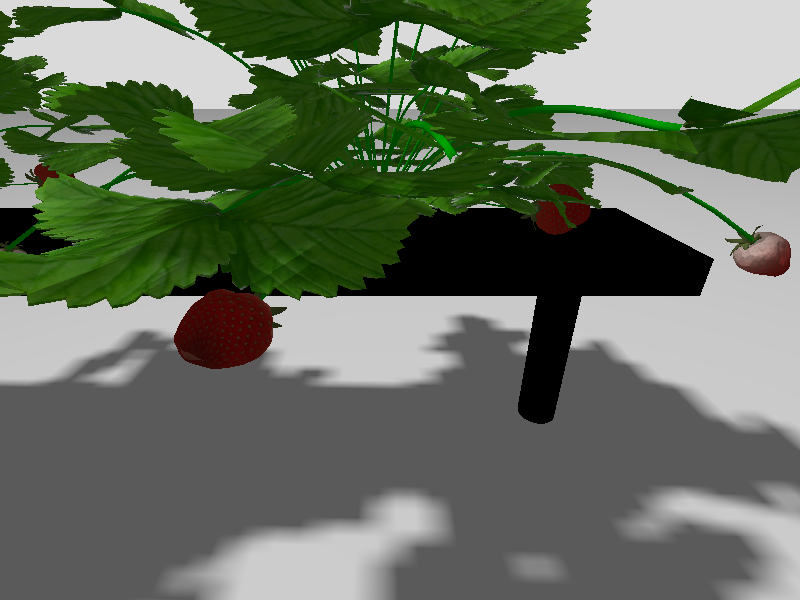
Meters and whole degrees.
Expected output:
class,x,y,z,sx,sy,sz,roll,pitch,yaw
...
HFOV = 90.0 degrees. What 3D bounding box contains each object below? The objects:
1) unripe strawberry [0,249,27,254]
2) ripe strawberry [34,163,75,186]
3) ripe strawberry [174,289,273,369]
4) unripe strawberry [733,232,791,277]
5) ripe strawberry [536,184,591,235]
class,x,y,z,sx,sy,sz,roll,pitch,yaw
unripe strawberry,-0.252,-0.023,0.259,0.019,0.020,0.018,8,20,-31
ripe strawberry,-0.393,-0.138,0.458,0.033,0.038,0.036,16,31,29
ripe strawberry,-0.073,0.014,0.165,0.038,0.034,0.035,7,28,13
unripe strawberry,0.232,-0.028,0.255,0.027,0.028,0.031,-47,0,35
ripe strawberry,0.134,-0.074,0.329,0.041,0.041,0.046,4,27,7
